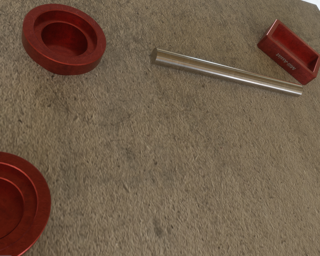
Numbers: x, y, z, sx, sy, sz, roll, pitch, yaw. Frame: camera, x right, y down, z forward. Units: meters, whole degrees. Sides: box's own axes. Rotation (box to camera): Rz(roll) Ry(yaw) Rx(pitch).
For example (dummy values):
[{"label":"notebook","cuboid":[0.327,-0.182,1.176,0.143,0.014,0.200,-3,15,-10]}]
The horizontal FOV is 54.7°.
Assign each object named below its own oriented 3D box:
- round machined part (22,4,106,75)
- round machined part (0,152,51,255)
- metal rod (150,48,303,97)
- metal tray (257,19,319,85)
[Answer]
[{"label":"round machined part","cuboid":[-0.122,-0.106,0.393,0.099,0.042,0.098,14,56,-21]},{"label":"round machined part","cuboid":[-0.149,0.073,0.268,0.099,0.042,0.098,14,56,-21]},{"label":"metal rod","cuboid":[0.127,-0.090,0.529,0.302,0.025,0.025,8,58,-25]},{"label":"metal tray","cuboid":[0.274,-0.160,0.649,0.130,0.030,0.090,39,51,-2]}]
